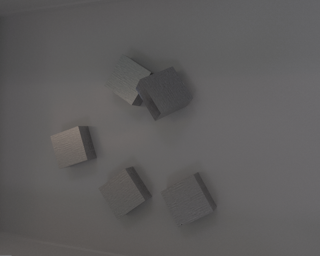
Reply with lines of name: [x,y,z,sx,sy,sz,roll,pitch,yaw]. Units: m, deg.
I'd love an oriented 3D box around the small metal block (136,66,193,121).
small metal block: [0.005,-0.044,0.394,0.050,0.025,0.050,-26,79,-25]

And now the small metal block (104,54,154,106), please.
small metal block: [-0.039,-0.065,0.424,0.050,0.025,0.050,36,101,18]

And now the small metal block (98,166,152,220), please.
small metal block: [-0.048,0.089,0.427,0.050,0.025,0.050,-37,78,16]

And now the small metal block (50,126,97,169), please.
small metal block: [-0.127,0.028,0.455,0.050,0.025,0.050,-19,84,19]

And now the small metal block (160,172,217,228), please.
small metal block: [0.037,0.092,0.397,0.050,0.025,0.050,-31,80,17]
